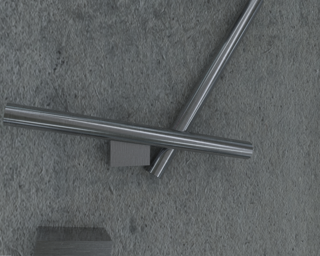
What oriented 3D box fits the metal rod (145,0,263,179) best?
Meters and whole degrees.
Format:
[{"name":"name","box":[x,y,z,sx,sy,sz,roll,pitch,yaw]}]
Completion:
[{"name":"metal rod","box":[0.067,-0.065,0.434,0.025,0.025,0.300,34,79,-17]}]

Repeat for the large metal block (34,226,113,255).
[{"name":"large metal block","box":[-0.105,0.162,0.358,0.081,0.050,0.080,8,87,-20]}]

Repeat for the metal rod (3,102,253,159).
[{"name":"metal rod","box":[-0.021,0.008,0.375,0.302,0.025,0.025,9,87,-19]}]

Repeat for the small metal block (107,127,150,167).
[{"name":"small metal block","box":[-0.041,0.022,0.395,0.050,0.025,0.050,0,90,-21]}]
